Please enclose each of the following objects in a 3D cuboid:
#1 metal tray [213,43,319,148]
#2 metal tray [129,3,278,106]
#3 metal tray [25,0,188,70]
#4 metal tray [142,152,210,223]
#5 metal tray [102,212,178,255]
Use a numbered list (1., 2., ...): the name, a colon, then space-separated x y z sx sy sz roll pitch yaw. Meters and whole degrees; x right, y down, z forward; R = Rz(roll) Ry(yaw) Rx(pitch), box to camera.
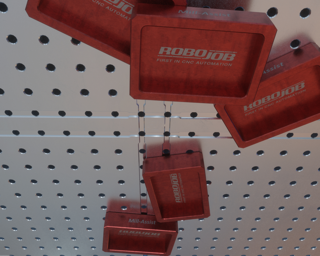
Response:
1. metal tray: 0.141 -0.034 0.381 0.130 0.030 0.090 -24 127 19
2. metal tray: 0.037 -0.070 0.309 0.131 0.030 0.089 3 130 -3
3. metal tray: -0.051 -0.123 0.302 0.131 0.030 0.089 23 126 -19
4. metal tray: 0.029 0.098 0.492 0.090 0.030 0.129 -8 130 6
5. metal tray: -0.038 0.199 0.577 0.131 0.030 0.089 6 130 -6
